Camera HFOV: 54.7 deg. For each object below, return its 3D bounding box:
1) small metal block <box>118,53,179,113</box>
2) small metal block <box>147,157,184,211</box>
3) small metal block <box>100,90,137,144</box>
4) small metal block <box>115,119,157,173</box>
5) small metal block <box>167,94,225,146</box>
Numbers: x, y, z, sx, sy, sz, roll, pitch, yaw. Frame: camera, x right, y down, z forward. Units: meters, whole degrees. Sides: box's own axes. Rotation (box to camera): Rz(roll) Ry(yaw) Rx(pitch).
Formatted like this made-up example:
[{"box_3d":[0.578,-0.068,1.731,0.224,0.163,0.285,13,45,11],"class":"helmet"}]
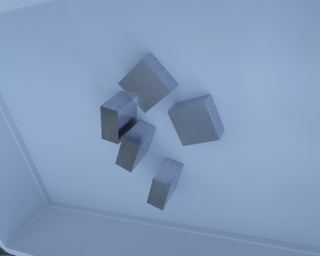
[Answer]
[{"box_3d":[-0.015,-0.055,0.381,0.050,0.025,0.050,49,128,-7],"class":"small metal block"},{"box_3d":[0.008,0.078,0.435,0.025,0.050,0.050,24,127,13],"class":"small metal block"},{"box_3d":[-0.053,-0.015,0.410,0.025,0.050,0.050,17,125,18],"class":"small metal block"},{"box_3d":[-0.033,0.024,0.423,0.025,0.050,0.050,28,128,10],"class":"small metal block"},{"box_3d":[0.045,-0.009,0.379,0.050,0.025,0.050,-12,112,33],"class":"small metal block"}]
